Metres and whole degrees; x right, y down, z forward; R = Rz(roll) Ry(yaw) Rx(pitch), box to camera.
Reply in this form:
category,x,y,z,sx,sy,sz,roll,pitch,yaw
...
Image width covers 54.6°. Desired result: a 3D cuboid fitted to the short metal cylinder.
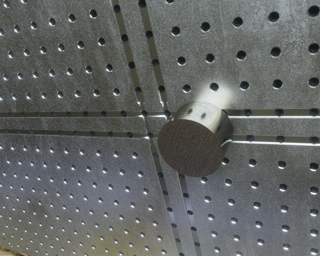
category,x,y,z,sx,sy,sz,roll,pitch,yaw
short metal cylinder,0.044,0.013,0.380,0.080,0.050,0.080,13,124,21
